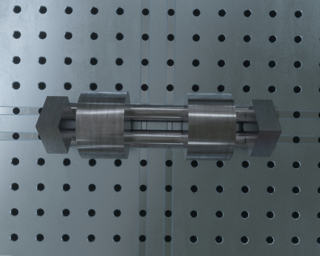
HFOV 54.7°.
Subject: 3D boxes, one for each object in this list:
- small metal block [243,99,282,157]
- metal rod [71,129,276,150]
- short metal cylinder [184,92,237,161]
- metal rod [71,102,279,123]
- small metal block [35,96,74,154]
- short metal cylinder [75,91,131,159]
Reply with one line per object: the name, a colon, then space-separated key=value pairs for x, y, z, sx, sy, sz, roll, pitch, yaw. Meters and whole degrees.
small metal block: x=0.123 y=0.000 z=0.379 sx=0.025 sy=0.050 sz=0.050 roll=1 pitch=49 yaw=0
metal rod: x=0.001 y=0.015 z=0.413 sx=0.302 sy=0.025 sz=0.025 roll=1 pitch=90 yaw=0
short metal cylinder: x=0.055 y=-0.002 z=0.364 sx=0.050 sy=0.080 sz=0.079 roll=1 pitch=90 yaw=0
metal rod: x=0.004 y=-0.020 z=0.413 sx=0.302 sy=0.025 sz=0.025 roll=1 pitch=90 yaw=0
small metal block: x=-0.125 y=-0.004 z=0.377 sx=0.025 sy=0.050 sz=0.050 roll=1 pitch=48 yaw=0
short metal cylinder: x=-0.063 y=-0.004 z=0.363 sx=0.050 sy=0.080 sz=0.079 roll=1 pitch=90 yaw=0
